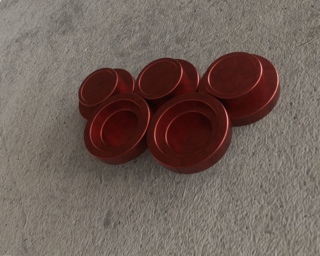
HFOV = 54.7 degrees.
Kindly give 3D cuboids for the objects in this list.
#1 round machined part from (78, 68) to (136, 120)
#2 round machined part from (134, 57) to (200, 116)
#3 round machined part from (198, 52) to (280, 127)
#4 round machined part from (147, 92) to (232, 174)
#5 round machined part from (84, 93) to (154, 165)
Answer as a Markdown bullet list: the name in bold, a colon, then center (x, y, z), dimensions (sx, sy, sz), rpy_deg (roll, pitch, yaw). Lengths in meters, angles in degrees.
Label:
- **round machined part**: center (-0.083, -0.052, 0.468), dimensions (0.098, 0.042, 0.098), rpy_deg (-13, 56, 20)
- **round machined part**: center (0.006, -0.057, 0.425), dimensions (0.098, 0.042, 0.098), rpy_deg (-13, 56, 20)
- **round machined part**: center (0.093, -0.054, 0.378), dimensions (0.098, 0.042, 0.098), rpy_deg (-13, 56, 20)
- **round machined part**: center (0.037, 0.010, 0.368), dimensions (0.098, 0.042, 0.098), rpy_deg (-13, 56, 20)
- **round machined part**: center (-0.049, 0.005, 0.416), dimensions (0.098, 0.042, 0.098), rpy_deg (-13, 56, 20)
